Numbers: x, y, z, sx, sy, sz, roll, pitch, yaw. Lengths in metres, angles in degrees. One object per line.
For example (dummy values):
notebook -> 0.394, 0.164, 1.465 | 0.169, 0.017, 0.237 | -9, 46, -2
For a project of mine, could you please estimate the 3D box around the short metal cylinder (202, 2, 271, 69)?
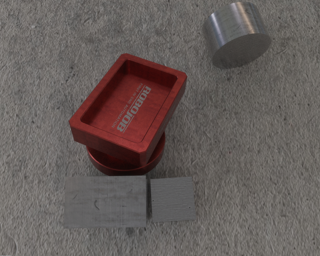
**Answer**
short metal cylinder -> 0.104, -0.125, 0.425 | 0.081, 0.080, 0.050 | -12, 71, -5

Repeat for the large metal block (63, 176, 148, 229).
large metal block -> -0.054, 0.081, 0.346 | 0.081, 0.080, 0.050 | -1, 78, 0

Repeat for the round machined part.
round machined part -> -0.042, 0.009, 0.382 | 0.099, 0.042, 0.098 | 2, 53, -3

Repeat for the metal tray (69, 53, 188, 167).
metal tray -> -0.032, -0.027, 0.364 | 0.090, 0.030, 0.130 | 21, 55, 11

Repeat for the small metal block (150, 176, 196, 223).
small metal block -> 0.015, 0.088, 0.376 | 0.050, 0.025, 0.050 | -3, 70, -2
